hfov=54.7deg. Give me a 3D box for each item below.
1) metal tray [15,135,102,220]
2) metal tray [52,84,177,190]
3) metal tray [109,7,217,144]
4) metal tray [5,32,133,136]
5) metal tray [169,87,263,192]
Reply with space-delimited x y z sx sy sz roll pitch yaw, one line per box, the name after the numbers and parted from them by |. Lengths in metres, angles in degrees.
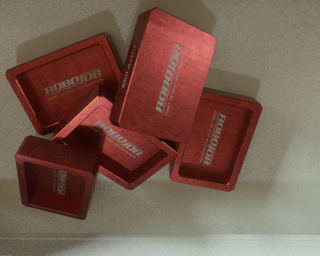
-0.131 0.070 0.400 0.091 0.030 0.129 16 138 -6 | metal tray
-0.053 0.017 0.389 0.090 0.030 0.130 -40 121 20 | metal tray
0.005 -0.055 0.350 0.091 0.030 0.129 16 91 -30 | metal tray
-0.108 -0.054 0.385 0.131 0.030 0.090 -19 109 6 | metal tray
0.070 0.016 0.414 0.091 0.030 0.129 12 110 -5 | metal tray
